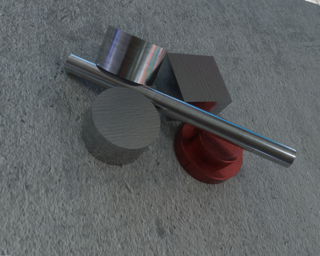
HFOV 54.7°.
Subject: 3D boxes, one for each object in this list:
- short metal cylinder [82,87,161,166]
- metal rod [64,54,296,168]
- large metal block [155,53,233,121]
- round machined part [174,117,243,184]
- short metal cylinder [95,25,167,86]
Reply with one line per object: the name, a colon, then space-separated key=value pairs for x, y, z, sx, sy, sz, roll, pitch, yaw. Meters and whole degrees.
short metal cylinder: x=-0.046 y=-0.001 z=0.366 sx=0.081 sy=0.050 sz=0.080 roll=14 pitch=56 yaw=-21
metal rod: x=0.023 y=-0.023 z=0.388 sx=0.301 sy=0.025 sz=0.025 roll=24 pitch=52 yaw=3
large metal block: x=0.045 y=-0.058 z=0.446 sx=0.081 sy=0.050 sz=0.080 roll=-3 pitch=63 yaw=-30
round machined part: x=0.072 y=0.023 z=0.418 sx=0.099 sy=0.042 sz=0.098 roll=14 pitch=56 yaw=-21
short metal cylinder: x=-0.037 y=-0.094 z=0.402 sx=0.080 sy=0.050 sz=0.080 roll=22 pitch=14 yaw=-6
